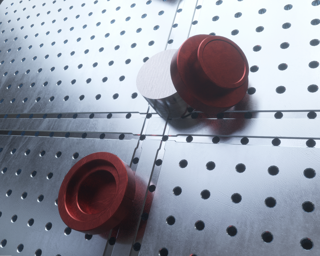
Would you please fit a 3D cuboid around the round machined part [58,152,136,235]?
[{"bbox_3d":[-0.073,0.082,0.384,0.098,0.042,0.098,-13,56,20],"label":"round machined part"}]

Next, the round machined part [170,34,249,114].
[{"bbox_3d":[0.066,-0.069,0.368,0.042,0.099,0.098,-38,33,61],"label":"round machined part"}]

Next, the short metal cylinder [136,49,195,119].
[{"bbox_3d":[0.015,-0.059,0.420,0.080,0.050,0.080,-13,56,21],"label":"short metal cylinder"}]
